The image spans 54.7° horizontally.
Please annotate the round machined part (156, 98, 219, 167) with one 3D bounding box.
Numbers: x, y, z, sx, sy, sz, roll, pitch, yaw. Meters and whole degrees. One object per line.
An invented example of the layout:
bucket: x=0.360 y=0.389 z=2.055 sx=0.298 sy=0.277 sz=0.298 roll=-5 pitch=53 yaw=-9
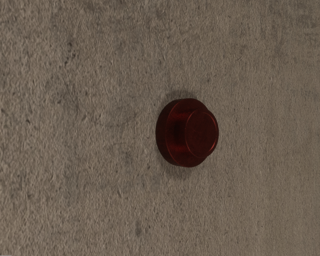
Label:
round machined part: x=0.045 y=0.007 z=0.434 sx=0.099 sy=0.042 sz=0.097 roll=0 pitch=90 yaw=-40
